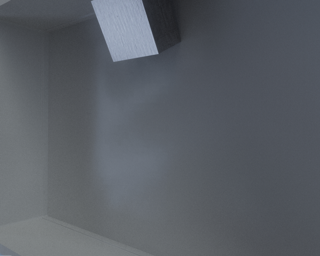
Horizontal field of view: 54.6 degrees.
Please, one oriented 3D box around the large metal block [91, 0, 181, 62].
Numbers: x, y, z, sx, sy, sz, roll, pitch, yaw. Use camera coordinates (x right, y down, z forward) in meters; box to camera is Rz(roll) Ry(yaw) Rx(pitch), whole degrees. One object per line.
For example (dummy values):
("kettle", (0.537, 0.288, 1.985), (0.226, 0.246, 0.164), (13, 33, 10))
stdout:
("large metal block", (-0.030, -0.135, 0.395), (0.080, 0.050, 0.080), (1, 119, 40))
